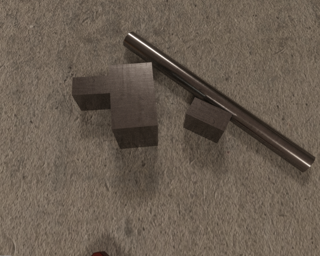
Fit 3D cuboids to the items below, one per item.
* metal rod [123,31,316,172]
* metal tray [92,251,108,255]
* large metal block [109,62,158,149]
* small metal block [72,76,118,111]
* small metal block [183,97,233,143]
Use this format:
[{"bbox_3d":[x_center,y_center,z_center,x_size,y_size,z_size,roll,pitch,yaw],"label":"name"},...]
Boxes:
[{"bbox_3d":[0.072,-0.042,0.424,0.300,0.025,0.025,37,74,12],"label":"metal rod"},{"bbox_3d":[-0.049,0.210,0.328,0.130,0.030,0.090,39,74,12],"label":"metal tray"},{"bbox_3d":[-0.031,-0.025,0.388,0.050,0.080,0.080,-5,70,-2],"label":"large metal block"},{"bbox_3d":[-0.085,-0.045,0.410,0.050,0.050,0.025,-3,70,-2],"label":"small metal block"},{"bbox_3d":[0.060,-0.009,0.399,0.050,0.050,0.025,26,72,8],"label":"small metal block"}]
